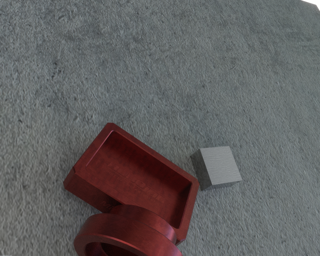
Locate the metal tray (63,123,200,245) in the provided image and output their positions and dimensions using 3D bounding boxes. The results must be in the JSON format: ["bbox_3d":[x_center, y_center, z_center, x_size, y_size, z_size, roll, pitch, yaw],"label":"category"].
[{"bbox_3d":[-0.024,0.060,0.337,0.130,0.030,0.090,34,37,-6],"label":"metal tray"}]

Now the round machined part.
[{"bbox_3d":[-0.023,0.107,0.281,0.098,0.097,0.042,34,46,-6],"label":"round machined part"}]

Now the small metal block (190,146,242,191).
[{"bbox_3d":[0.075,0.053,0.413,0.050,0.025,0.050,-2,63,-30],"label":"small metal block"}]
